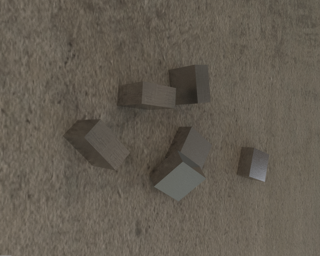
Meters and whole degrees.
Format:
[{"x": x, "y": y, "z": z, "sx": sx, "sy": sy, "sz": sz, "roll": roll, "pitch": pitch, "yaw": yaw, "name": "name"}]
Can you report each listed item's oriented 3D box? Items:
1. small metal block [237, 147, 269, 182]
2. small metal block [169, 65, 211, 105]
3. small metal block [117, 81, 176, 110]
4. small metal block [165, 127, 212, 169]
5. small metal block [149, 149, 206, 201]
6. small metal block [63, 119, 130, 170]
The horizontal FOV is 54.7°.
[{"x": 0.165, "y": 0.064, "z": 0.546, "sx": 0.050, "sy": 0.025, "sz": 0.050, "roll": 22, "pitch": 76, "yaw": -38, "name": "small metal block"}, {"x": 0.040, "y": -0.058, "z": 0.424, "sx": 0.025, "sy": 0.050, "sz": 0.050, "roll": -9, "pitch": 96, "yaw": -40, "name": "small metal block"}, {"x": -0.016, "y": -0.038, "z": 0.376, "sx": 0.050, "sy": 0.050, "sz": 0.025, "roll": 5, "pitch": 87, "yaw": -40, "name": "small metal block"}, {"x": 0.042, "y": 0.032, "z": 0.442, "sx": 0.050, "sy": 0.025, "sz": 0.050, "roll": 40, "pitch": 66, "yaw": -33, "name": "small metal block"}, {"x": 0.024, "y": 0.064, "z": 0.410, "sx": 0.050, "sy": 0.025, "sz": 0.050, "roll": -43, "pitch": 125, "yaw": 13, "name": "small metal block"}, {"x": -0.069, "y": 0.017, "z": 0.333, "sx": 0.050, "sy": 0.050, "sz": 0.025, "roll": 53, "pitch": 59, "yaw": -28, "name": "small metal block"}]
